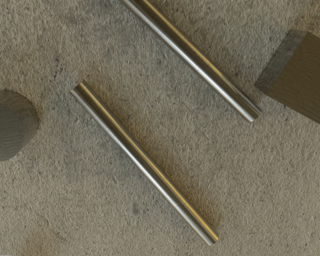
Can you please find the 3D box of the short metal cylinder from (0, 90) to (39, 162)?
[{"bbox_3d":[-0.203,-0.004,0.393,0.081,0.050,0.079,0,110,0],"label":"short metal cylinder"}]

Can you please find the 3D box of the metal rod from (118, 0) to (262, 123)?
[{"bbox_3d":[0.012,-0.111,0.368,0.300,0.025,0.025,41,105,-14],"label":"metal rod"}]

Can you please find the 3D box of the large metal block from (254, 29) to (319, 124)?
[{"bbox_3d":[0.176,-0.062,0.375,0.080,0.050,0.080,26,108,-10],"label":"large metal block"}]

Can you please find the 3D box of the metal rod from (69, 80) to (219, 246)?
[{"bbox_3d":[-0.013,0.058,0.430,0.025,0.025,0.300,-36,107,12],"label":"metal rod"}]
